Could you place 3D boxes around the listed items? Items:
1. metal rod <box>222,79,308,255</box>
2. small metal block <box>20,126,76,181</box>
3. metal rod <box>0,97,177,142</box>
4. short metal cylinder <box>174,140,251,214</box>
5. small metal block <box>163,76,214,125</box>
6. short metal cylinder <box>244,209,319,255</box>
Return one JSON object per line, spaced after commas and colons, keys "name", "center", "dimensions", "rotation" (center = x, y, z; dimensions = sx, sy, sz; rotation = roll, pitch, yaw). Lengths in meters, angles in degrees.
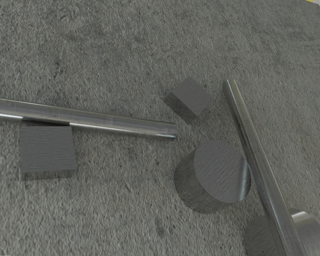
{"name": "metal rod", "center": [0.121, 0.030, 0.399], "dimensions": [0.025, 0.025, 0.300], "rotation": [17, 39, -18]}
{"name": "small metal block", "center": [-0.118, 0.026, 0.324], "dimensions": [0.050, 0.025, 0.050], "rotation": [0, 62, -28]}
{"name": "metal rod", "center": [-0.120, -0.013, 0.346], "dimensions": [0.302, 0.025, 0.025], "rotation": [8, 58, -24]}
{"name": "short metal cylinder", "center": [0.064, 0.061, 0.385], "dimensions": [0.081, 0.050, 0.080], "rotation": [14, 56, -21]}
{"name": "small metal block", "center": [0.042, -0.041, 0.451], "dimensions": [0.050, 0.025, 0.050], "rotation": [44, 51, 2]}
{"name": "short metal cylinder", "center": [0.147, 0.139, 0.362], "dimensions": [0.050, 0.080, 0.080], "rotation": [-4, 64, -30]}
